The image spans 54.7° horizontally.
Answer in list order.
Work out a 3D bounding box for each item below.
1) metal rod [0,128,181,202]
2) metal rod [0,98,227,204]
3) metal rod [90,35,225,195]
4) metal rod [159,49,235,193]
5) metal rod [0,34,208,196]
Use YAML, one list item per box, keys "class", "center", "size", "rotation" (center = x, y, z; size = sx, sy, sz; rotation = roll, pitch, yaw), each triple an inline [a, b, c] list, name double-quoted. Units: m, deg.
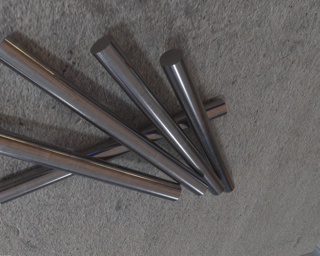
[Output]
- class: "metal rod"
  center: [-0.103, 0.037, 0.345]
  size: [0.302, 0.025, 0.025]
  rotation: [22, 107, -28]
- class: "metal rod"
  center: [-0.048, 0.023, 0.394]
  size: [0.302, 0.025, 0.025]
  rotation: [-21, 127, -16]
- class: "metal rod"
  center: [0.018, 0.008, 0.387]
  size: [0.025, 0.025, 0.300]
  rotation: [-40, 132, -1]
- class: "metal rod"
  center: [0.064, 0.015, 0.421]
  size: [0.025, 0.025, 0.300]
  rotation: [-36, 138, -4]
- class: "metal rod"
  center: [-0.044, 0.004, 0.358]
  size: [0.301, 0.025, 0.025]
  rotation: [38, 97, -31]
